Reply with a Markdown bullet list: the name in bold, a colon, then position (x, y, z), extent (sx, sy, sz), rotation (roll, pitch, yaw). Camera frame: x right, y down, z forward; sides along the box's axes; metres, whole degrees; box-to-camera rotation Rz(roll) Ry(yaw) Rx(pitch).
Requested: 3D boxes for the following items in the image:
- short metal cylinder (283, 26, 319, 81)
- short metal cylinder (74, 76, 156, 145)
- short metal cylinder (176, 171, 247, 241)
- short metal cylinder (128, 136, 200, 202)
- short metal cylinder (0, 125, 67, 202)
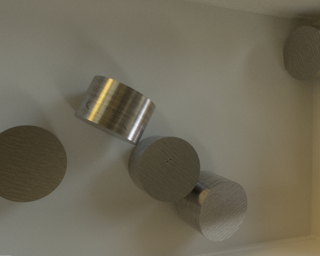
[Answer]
- **short metal cylinder**: position (0.237, -0.114, 0.471), extent (0.050, 0.080, 0.079), rotation (-8, 93, -20)
- **short metal cylinder**: position (-0.052, -0.019, 0.363), extent (0.080, 0.080, 0.050), rotation (28, 81, -18)
- **short metal cylinder**: position (0.070, 0.103, 0.416), extent (0.081, 0.050, 0.079), rotation (-6, 101, -30)
- **short metal cylinder**: position (0.004, 0.050, 0.400), extent (0.081, 0.050, 0.079), rotation (0, 90, -20)
- **short metal cylinder**: position (-0.147, 0.037, 0.343), extent (0.081, 0.050, 0.079), rotation (0, 90, -21)
